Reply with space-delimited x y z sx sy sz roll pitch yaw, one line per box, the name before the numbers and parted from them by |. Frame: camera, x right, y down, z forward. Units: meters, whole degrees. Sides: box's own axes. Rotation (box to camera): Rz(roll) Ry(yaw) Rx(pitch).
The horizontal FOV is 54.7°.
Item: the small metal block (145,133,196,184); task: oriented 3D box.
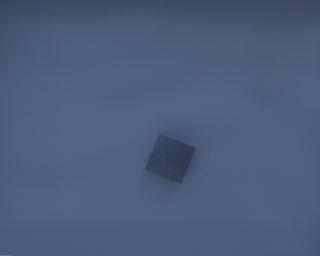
small metal block | 0.013 0.040 0.412 0.050 0.025 0.050 22 90 -1
